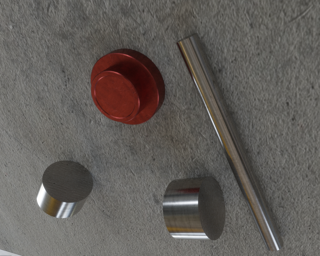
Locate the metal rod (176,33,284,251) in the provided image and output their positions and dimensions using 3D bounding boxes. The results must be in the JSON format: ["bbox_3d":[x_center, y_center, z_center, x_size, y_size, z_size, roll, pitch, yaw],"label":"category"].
[{"bbox_3d":[0.092,0.031,0.376,0.025,0.025,0.299,-14,111,33],"label":"metal rod"}]

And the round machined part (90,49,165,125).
[{"bbox_3d":[-0.047,-0.046,0.390,0.098,0.042,0.097,13,124,20],"label":"round machined part"}]

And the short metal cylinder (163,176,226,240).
[{"bbox_3d":[0.047,0.106,0.411,0.050,0.080,0.080,-12,113,33],"label":"short metal cylinder"}]

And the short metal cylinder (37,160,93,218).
[{"bbox_3d":[-0.158,0.101,0.515,0.080,0.080,0.050,36,129,4],"label":"short metal cylinder"}]
